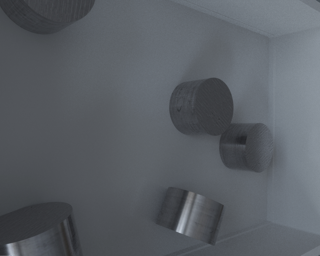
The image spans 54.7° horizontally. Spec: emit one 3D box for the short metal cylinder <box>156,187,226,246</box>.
[{"bbox_3d":[0.040,0.116,0.407,0.080,0.080,0.050,33,70,-36],"label":"short metal cylinder"}]

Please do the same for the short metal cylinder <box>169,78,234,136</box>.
[{"bbox_3d":[0.060,-0.029,0.443,0.081,0.050,0.079,0,90,-40],"label":"short metal cylinder"}]

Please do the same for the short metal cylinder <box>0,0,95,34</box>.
[{"bbox_3d":[-0.110,-0.136,0.299,0.081,0.050,0.079,0,90,-40],"label":"short metal cylinder"}]

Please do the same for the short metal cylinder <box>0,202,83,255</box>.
[{"bbox_3d":[-0.114,0.106,0.277,0.081,0.080,0.050,-17,101,-39],"label":"short metal cylinder"}]

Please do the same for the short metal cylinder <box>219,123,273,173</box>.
[{"bbox_3d":[0.144,0.031,0.514,0.081,0.050,0.079,0,90,-40],"label":"short metal cylinder"}]
